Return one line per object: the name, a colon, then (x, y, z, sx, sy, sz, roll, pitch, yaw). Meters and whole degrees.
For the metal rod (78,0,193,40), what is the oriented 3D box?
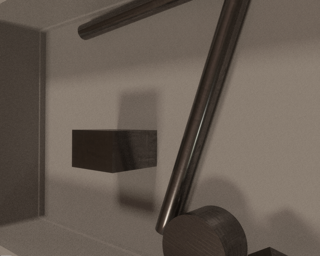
metal rod: (-0.011, -0.162, 0.407, 0.300, 0.025, 0.025, -3, 88, 41)

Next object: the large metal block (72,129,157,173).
large metal block: (-0.061, 0.027, 0.419, 0.080, 0.081, 0.050, 1, 91, 39)

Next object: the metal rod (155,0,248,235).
metal rod: (0.046, -0.008, 0.367, 0.025, 0.025, 0.298, 25, 106, 37)

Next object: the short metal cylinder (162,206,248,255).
short metal cylinder: (0.050, 0.132, 0.348, 0.080, 0.050, 0.079, 0, 90, 39)

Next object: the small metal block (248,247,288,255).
small metal block: (0.111, 0.145, 0.285, 0.025, 0.050, 0.050, -39, 33, 33)
